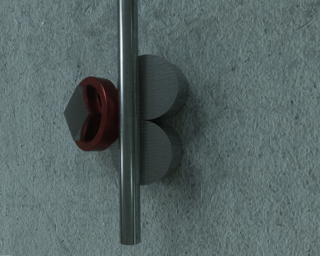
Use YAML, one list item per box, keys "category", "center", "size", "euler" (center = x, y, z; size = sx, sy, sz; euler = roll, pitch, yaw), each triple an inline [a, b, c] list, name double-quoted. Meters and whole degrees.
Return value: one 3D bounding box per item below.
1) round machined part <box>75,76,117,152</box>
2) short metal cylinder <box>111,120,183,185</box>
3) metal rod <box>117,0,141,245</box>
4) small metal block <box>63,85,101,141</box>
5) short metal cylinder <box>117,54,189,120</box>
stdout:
- category: "round machined part"
  center: [-0.079, -0.018, 0.415]
  size: [0.098, 0.042, 0.097]
  euler: [-4, 84, 48]
- category: "short metal cylinder"
  center: [-0.015, 0.030, 0.402]
  size: [0.080, 0.050, 0.080]
  euler: [0, 89, 20]
- category: "metal rod"
  center: [-0.037, -0.014, 0.370]
  size: [0.025, 0.025, 0.298]
  euler: [-1, 89, 20]
- category: "small metal block"
  center: [-0.098, -0.018, 0.402]
  size: [0.050, 0.025, 0.050]
  euler: [-53, 51, 32]
- category: "short metal cylinder"
  center: [-0.008, -0.050, 0.400]
  size: [0.080, 0.050, 0.079]
  euler: [0, 90, 20]
